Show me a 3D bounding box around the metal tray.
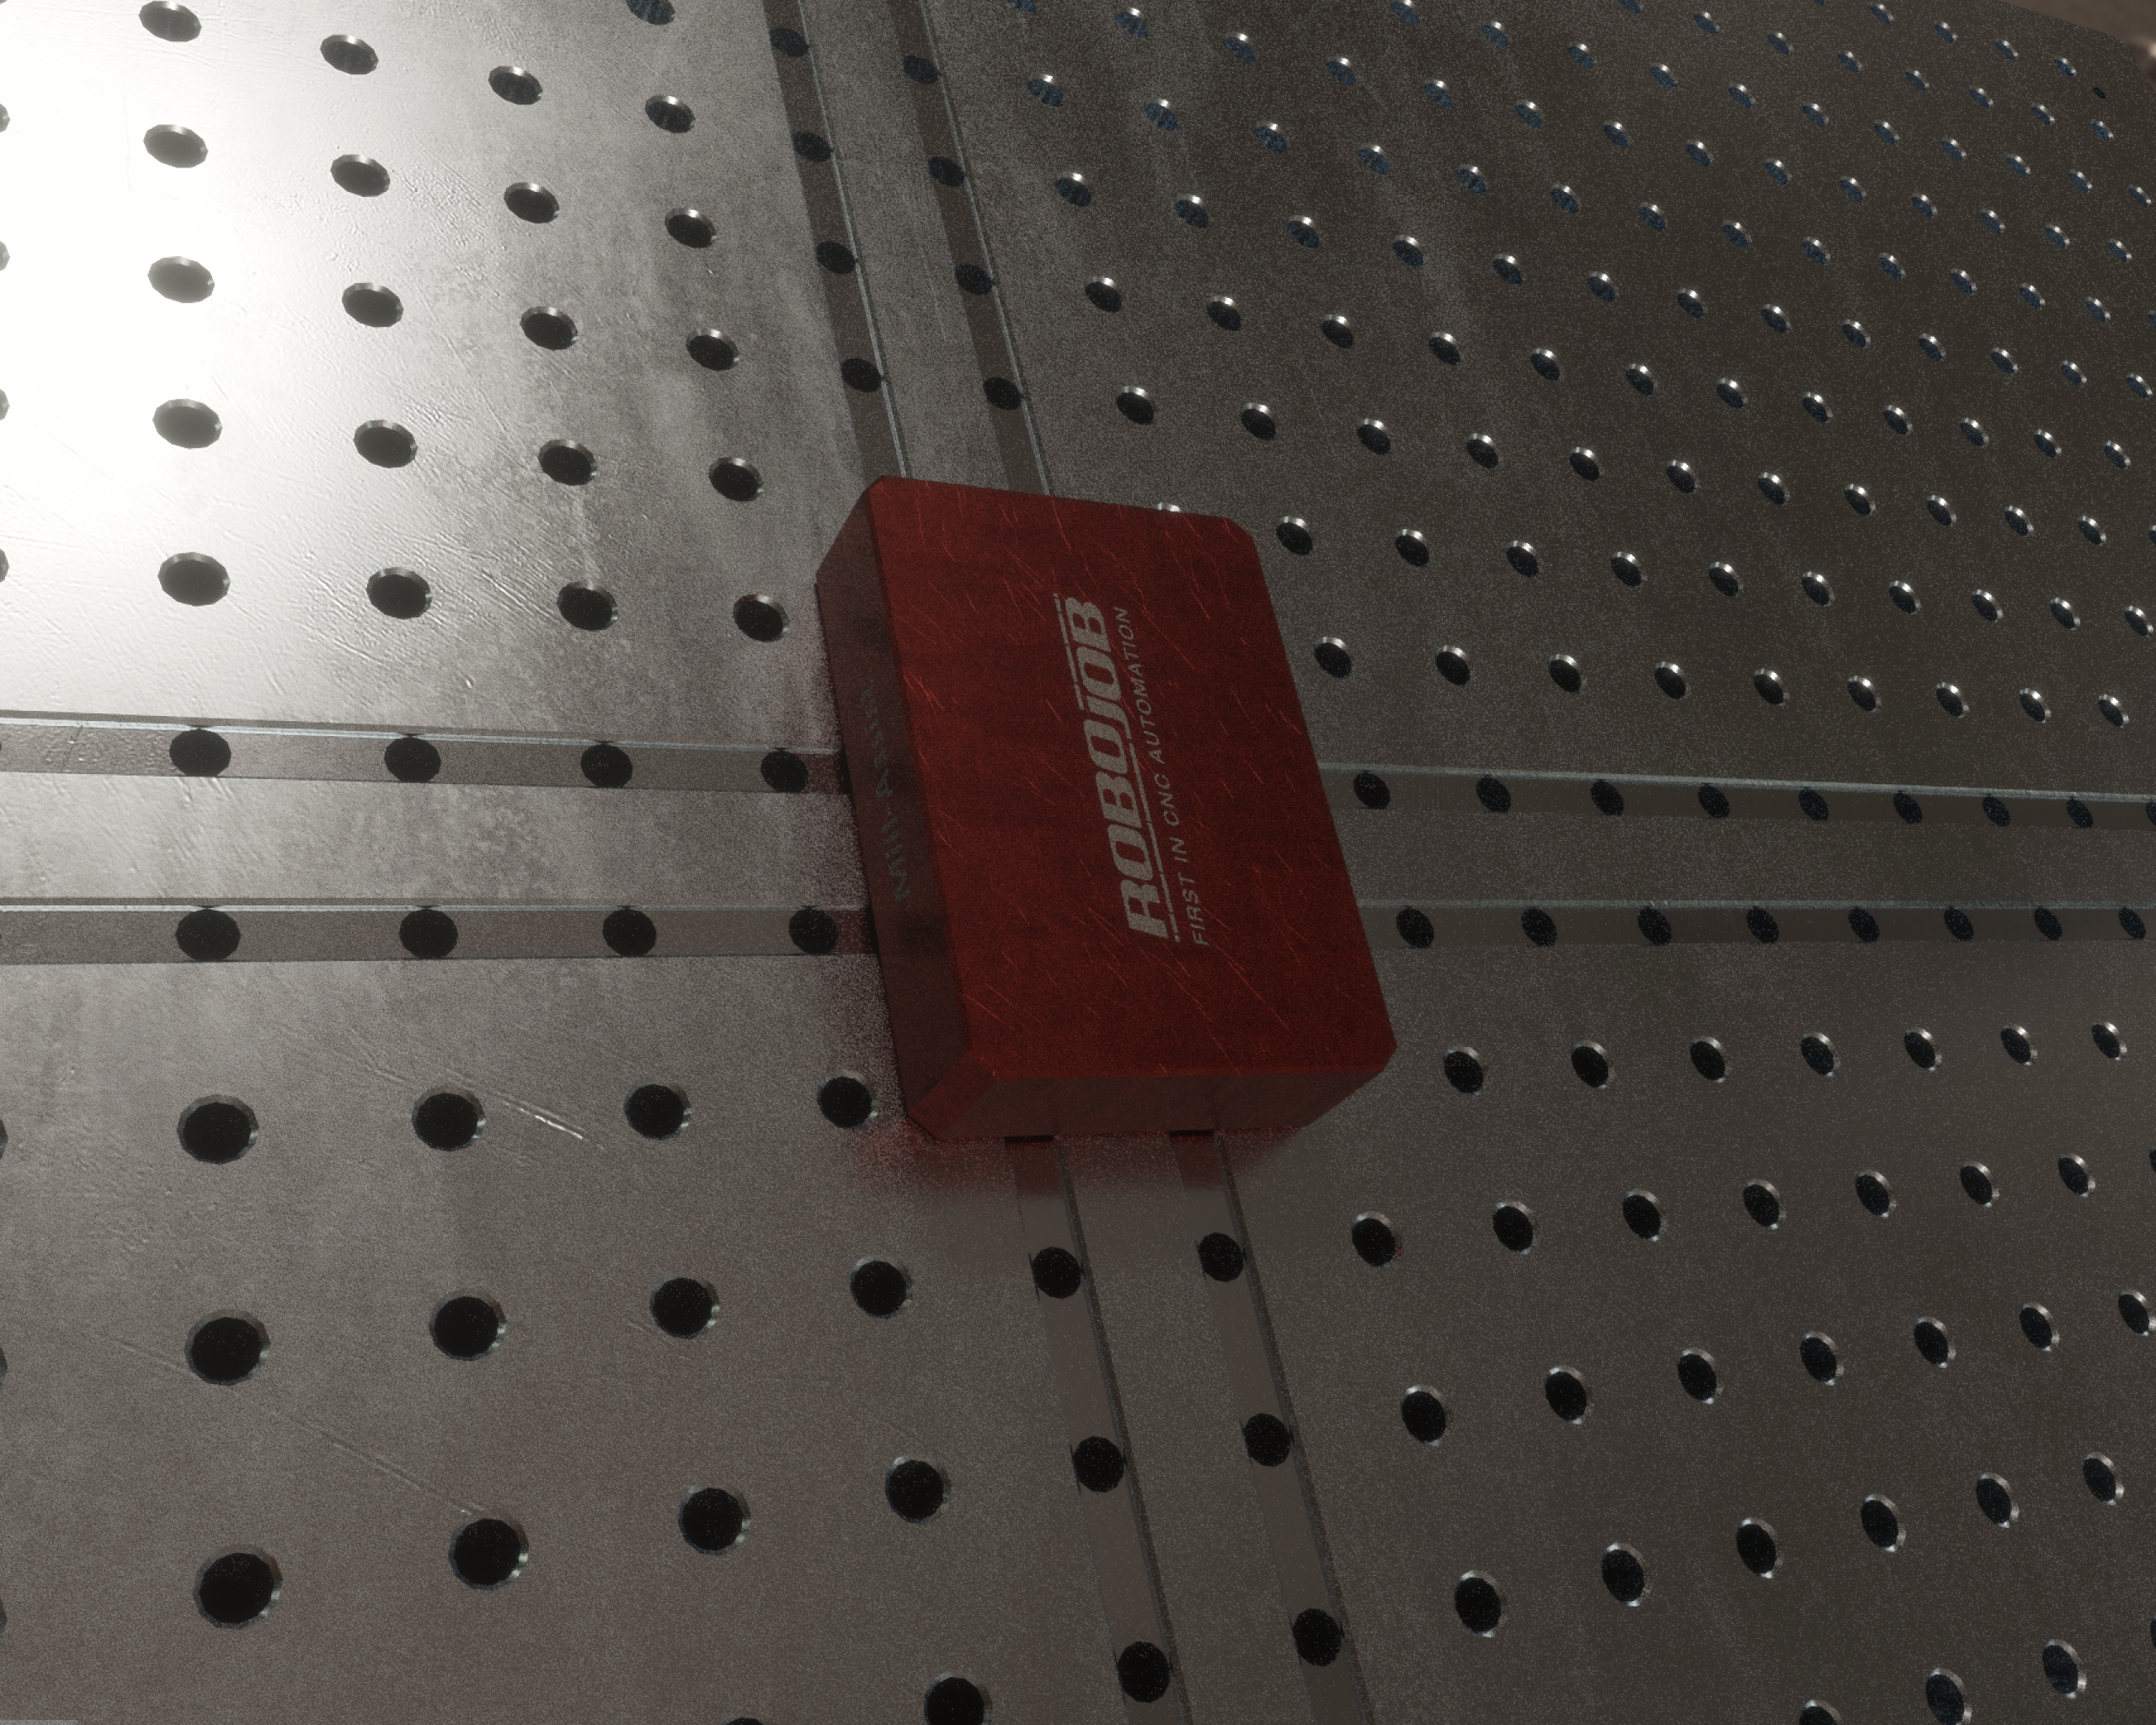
[{"bbox_3d":[0.004,-0.012,0.415,0.091,0.030,0.130,2,61,-28],"label":"metal tray"}]
